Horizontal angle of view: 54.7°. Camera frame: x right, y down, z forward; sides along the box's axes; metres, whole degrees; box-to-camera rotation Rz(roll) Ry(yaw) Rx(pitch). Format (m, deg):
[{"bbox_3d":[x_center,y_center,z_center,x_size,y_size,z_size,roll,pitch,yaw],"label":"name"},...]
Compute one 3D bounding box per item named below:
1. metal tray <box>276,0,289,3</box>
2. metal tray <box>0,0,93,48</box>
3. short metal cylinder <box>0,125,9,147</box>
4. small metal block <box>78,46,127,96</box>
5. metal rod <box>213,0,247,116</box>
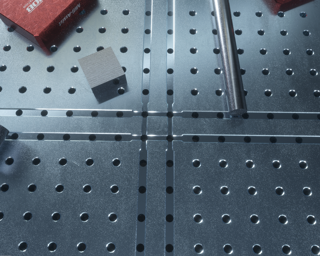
[{"bbox_3d":[0.205,-0.276,0.511,0.091,0.030,0.130,-23,72,-9],"label":"metal tray"},{"bbox_3d":[-0.174,-0.197,0.480,0.090,0.030,0.130,34,73,11],"label":"metal tray"},{"bbox_3d":[-0.236,0.009,0.378,0.080,0.080,0.050,20,71,7],"label":"short metal cylinder"},{"bbox_3d":[-0.081,-0.081,0.440,0.050,0.025,0.050,-25,72,-9],"label":"small metal block"},{"bbox_3d":[0.097,-0.161,0.471,0.025,0.025,0.299,-3,70,-1],"label":"metal rod"}]
